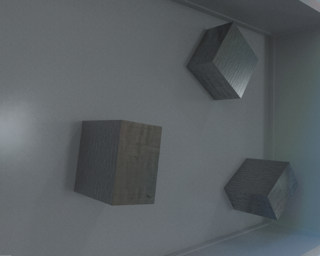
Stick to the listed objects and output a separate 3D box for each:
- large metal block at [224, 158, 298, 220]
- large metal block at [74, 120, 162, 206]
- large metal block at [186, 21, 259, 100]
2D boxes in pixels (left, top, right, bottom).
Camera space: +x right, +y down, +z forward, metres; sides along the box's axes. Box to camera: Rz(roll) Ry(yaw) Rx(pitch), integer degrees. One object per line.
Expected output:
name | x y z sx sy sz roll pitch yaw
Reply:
large metal block | 0.168 0.098 0.515 0.080 0.080 0.050 -42 116 -32
large metal block | -0.047 0.035 0.333 0.050 0.080 0.080 10 84 -40
large metal block | 0.098 -0.100 0.475 0.080 0.050 0.080 43 64 -32
